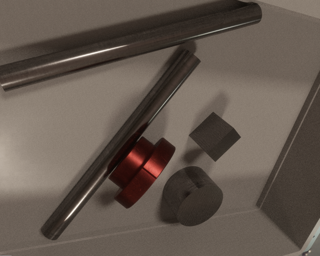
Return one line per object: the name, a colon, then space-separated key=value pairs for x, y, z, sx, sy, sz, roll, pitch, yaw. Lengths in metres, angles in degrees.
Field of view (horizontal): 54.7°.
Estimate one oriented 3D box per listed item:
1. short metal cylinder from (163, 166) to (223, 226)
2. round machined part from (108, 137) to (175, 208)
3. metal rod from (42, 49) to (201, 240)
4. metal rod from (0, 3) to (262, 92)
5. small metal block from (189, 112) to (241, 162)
short metal cylinder: x=0.052 y=0.107 z=0.489 sx=0.081 sy=0.050 sz=0.079 roll=-14 pitch=125 yaw=-21
round machined part: x=-0.028 y=0.049 z=0.391 sx=0.042 sy=0.098 sz=0.098 roll=39 pitch=97 yaw=-2
metal rod: x=-0.054 y=0.026 z=0.396 sx=0.025 sy=0.025 sz=0.299 roll=33 pitch=100 yaw=-39
metal rod: x=-0.017 y=-0.095 z=0.341 sx=0.302 sy=0.025 sz=0.025 roll=-20 pitch=126 yaw=-17
small metal block: x=0.078 y=0.012 z=0.445 sx=0.050 sy=0.050 sz=0.025 roll=-44 pitch=130 yaw=2
